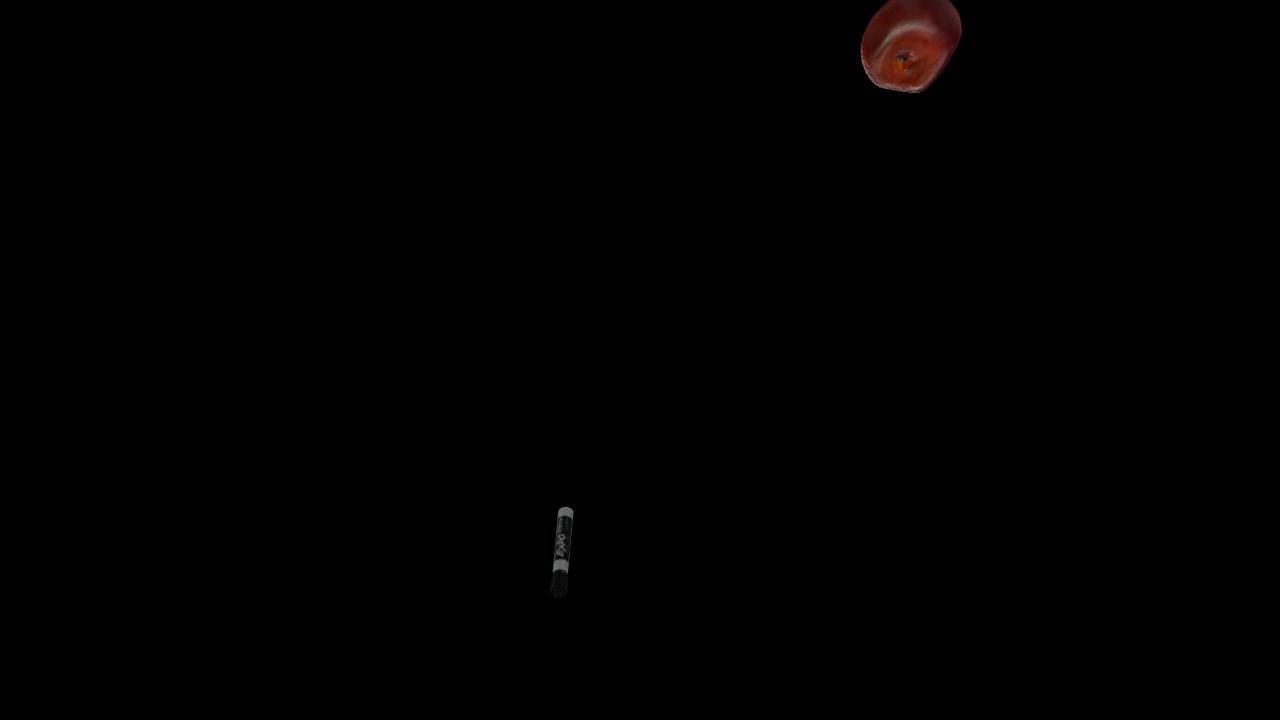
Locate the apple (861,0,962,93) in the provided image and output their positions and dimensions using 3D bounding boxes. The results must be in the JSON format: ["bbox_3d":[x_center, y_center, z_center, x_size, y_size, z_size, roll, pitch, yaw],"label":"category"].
[{"bbox_3d":[0.228,-0.273,0.521,0.079,0.093,0.079,16,-38,13],"label":"apple"}]

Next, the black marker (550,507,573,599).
[{"bbox_3d":[-0.088,0.216,0.695,0.020,0.020,0.121,0,31,-3],"label":"black marker"}]
